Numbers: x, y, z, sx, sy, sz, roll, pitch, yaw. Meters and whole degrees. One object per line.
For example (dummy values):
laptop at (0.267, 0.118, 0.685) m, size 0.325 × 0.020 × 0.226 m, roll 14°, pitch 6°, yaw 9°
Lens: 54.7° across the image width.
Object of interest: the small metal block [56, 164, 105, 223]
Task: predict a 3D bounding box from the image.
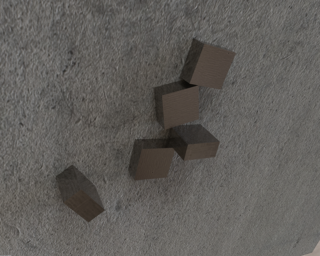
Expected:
small metal block at (-0.099, 0.081, 0.387) m, size 0.025 × 0.050 × 0.050 m, roll -37°, pitch 129°, yaw -4°

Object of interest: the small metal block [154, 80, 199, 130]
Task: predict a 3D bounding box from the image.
small metal block at (0.022, -0.031, 0.399) m, size 0.050 × 0.025 × 0.050 m, roll -18°, pitch 126°, yaw -18°

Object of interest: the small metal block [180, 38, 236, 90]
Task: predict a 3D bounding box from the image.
small metal block at (0.060, -0.080, 0.390) m, size 0.050 × 0.025 × 0.050 m, roll 6°, pitch 116°, yaw -31°

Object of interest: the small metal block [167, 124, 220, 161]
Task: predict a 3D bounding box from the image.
small metal block at (0.045, 0.018, 0.426) m, size 0.050 × 0.050 × 0.025 m, roll -3°, pitch 120°, yaw -27°

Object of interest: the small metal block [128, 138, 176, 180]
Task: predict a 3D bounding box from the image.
small metal block at (-0.012, 0.043, 0.427) m, size 0.050 × 0.025 × 0.050 m, roll 0°, pitch 119°, yaw -28°
